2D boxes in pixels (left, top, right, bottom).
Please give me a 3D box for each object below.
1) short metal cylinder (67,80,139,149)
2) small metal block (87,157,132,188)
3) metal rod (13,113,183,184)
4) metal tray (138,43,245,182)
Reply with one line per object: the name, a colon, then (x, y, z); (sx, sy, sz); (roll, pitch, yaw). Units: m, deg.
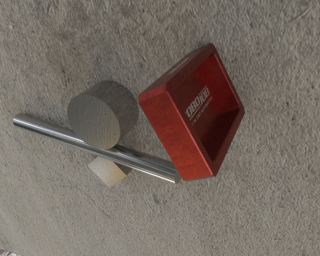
short metal cylinder: (-0.076, -0.018, 0.418); (0.080, 0.050, 0.079); (13, 124, 20)
small metal block: (-0.076, 0.059, 0.482); (0.050, 0.025, 0.050); (47, 129, -6)
metal rod: (-0.106, 0.023, 0.454); (0.301, 0.025, 0.025); (15, 125, 26)
metal tray: (0.040, -0.022, 0.304); (0.030, 0.131, 0.090); (-19, 109, 35)
